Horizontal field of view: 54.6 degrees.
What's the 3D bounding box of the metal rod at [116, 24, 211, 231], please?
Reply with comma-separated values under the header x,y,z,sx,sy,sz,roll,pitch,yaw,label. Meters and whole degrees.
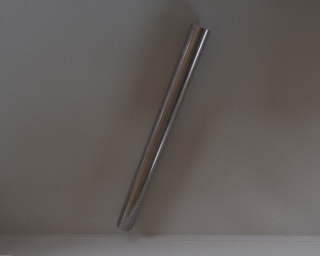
x,y,z,sx,sy,sz,roll,pitch,yaw,label
-0.002,0.013,0.413,0.025,0.025,0.298,19,109,-7,metal rod
